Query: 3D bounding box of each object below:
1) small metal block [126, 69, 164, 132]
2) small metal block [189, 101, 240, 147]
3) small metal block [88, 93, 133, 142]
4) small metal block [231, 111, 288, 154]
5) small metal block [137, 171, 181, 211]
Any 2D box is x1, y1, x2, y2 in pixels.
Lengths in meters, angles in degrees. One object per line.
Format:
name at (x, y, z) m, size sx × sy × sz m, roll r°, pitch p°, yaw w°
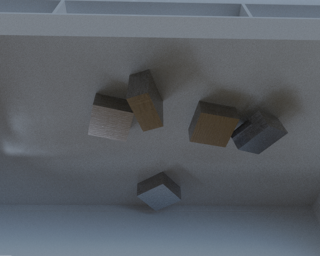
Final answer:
small metal block at (-0.016, -0.033, 0.365) m, size 0.025 × 0.050 × 0.050 m, roll -15°, pitch 129°, yaw 12°
small metal block at (0.069, -0.004, 0.407) m, size 0.050 × 0.025 × 0.050 m, roll 10°, pitch 130°, yaw -9°
small metal block at (-0.062, -0.013, 0.397) m, size 0.050 × 0.025 × 0.050 m, roll 11°, pitch 129°, yaw -10°
small metal block at (0.130, 0.007, 0.406) m, size 0.050 × 0.025 × 0.050 m, roll 14°, pitch 132°, yaw -41°
small metal block at (-0.001, 0.102, 0.496) m, size 0.050 × 0.025 × 0.050 m, roll -29°, pitch 125°, yaw 22°
